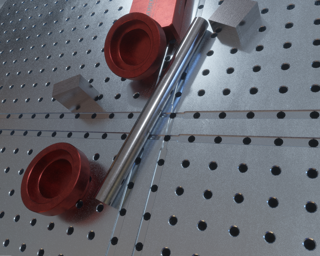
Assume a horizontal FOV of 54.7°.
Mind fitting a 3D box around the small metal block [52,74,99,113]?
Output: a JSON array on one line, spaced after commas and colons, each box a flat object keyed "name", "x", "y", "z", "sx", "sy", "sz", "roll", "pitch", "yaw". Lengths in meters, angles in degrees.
[{"name": "small metal block", "x": -0.135, "y": -0.054, "z": 0.497, "sx": 0.050, "sy": 0.050, "sz": 0.025, "roll": -17, "pitch": 55, "yaw": 19}]

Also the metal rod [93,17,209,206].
[{"name": "metal rod", "x": -0.005, "y": -0.034, "z": 0.431, "sx": 0.025, "sy": 0.025, "sz": 0.300, "roll": 17, "pitch": 70, "yaw": 34}]

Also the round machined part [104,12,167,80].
[{"name": "round machined part", "x": -0.033, "y": -0.121, "z": 0.473, "sx": 0.098, "sy": 0.042, "sz": 0.097, "roll": -1, "pitch": 88, "yaw": 28}]

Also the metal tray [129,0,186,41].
[{"name": "metal tray", "x": -0.006, "y": -0.204, "z": 0.533, "sx": 0.090, "sy": 0.030, "sz": 0.130, "roll": -4, "pitch": 60, "yaw": 26}]

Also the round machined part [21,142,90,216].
[{"name": "round machined part", "x": -0.137, "y": 0.072, "z": 0.425, "sx": 0.098, "sy": 0.042, "sz": 0.098, "roll": -13, "pitch": 56, "yaw": 21}]

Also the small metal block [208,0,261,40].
[{"name": "small metal block", "x": 0.108, "y": -0.161, "z": 0.451, "sx": 0.050, "sy": 0.025, "sz": 0.050, "roll": 34, "pitch": 81, "yaw": 38}]
